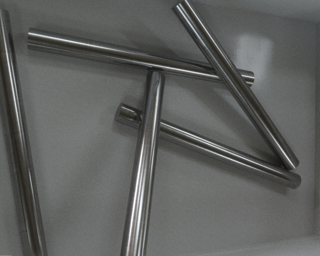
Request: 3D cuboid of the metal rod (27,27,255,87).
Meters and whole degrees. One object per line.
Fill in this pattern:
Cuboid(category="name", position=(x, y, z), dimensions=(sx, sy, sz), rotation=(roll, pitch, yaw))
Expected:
Cuboid(category="metal rod", position=(-0.009, -0.087, 0.406), dimensions=(0.302, 0.025, 0.025), rotation=(6, 88, -20))

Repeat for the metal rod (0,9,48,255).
Cuboid(category="metal rod", position=(-0.161, 0.019, 0.351), dimensions=(0.025, 0.025, 0.298), rotation=(-9, 93, -20))

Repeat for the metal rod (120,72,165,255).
Cuboid(category="metal rod", position=(-0.020, 0.064, 0.335), dimensions=(0.025, 0.025, 0.299), rotation=(17, 59, -19))

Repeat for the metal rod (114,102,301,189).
Cuboid(category="metal rod", position=(0.080, 0.032, 0.439), dimensions=(0.302, 0.025, 0.025), rotation=(22, 83, -19))

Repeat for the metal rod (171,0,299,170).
Cuboid(category="metal rod", position=(0.115, -0.047, 0.430), dimensions=(0.025, 0.025, 0.300), rotation=(-47, 113, -14))
